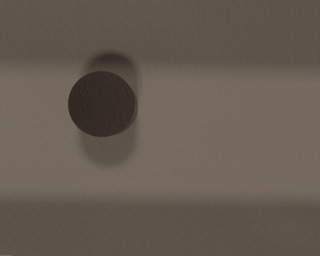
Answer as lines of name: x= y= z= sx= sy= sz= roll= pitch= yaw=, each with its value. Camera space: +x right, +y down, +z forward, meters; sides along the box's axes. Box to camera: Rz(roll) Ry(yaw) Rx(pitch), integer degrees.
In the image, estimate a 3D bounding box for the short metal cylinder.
short metal cylinder: x=-0.071 y=-0.029 z=0.398 sx=0.081 sy=0.050 sz=0.079 roll=0 pitch=90 yaw=-1
